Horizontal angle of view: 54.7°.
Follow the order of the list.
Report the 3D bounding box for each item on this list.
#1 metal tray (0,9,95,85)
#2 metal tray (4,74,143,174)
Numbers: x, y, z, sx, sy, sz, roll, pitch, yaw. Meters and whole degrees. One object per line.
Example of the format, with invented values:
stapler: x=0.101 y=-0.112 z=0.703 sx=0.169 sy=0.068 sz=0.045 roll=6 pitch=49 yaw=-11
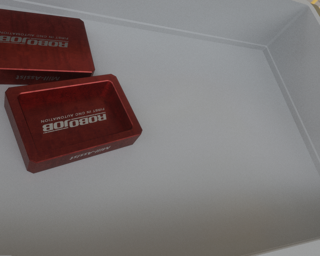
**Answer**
metal tray: x=-0.154 y=-0.098 z=0.379 sx=0.131 sy=0.030 sz=0.090 roll=-3 pitch=63 yaw=-30
metal tray: x=-0.096 y=-0.011 z=0.356 sx=0.131 sy=0.030 sz=0.090 roll=-15 pitch=70 yaw=-34
